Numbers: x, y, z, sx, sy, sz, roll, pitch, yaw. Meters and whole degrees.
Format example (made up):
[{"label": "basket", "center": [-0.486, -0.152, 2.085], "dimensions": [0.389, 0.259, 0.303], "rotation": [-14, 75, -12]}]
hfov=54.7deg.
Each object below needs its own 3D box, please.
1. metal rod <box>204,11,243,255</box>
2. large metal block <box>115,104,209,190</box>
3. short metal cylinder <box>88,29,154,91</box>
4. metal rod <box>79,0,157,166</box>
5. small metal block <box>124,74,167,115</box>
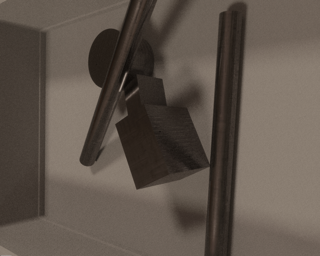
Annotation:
[{"label": "metal rod", "center": [0.070, 0.024, 0.347], "dimensions": [0.025, 0.025, 0.298], "rotation": [5, 93, 39]}, {"label": "large metal block", "center": [0.004, 0.021, 0.366], "dimensions": [0.050, 0.081, 0.080], "rotation": [-32, 71, 35]}, {"label": "short metal cylinder", "center": [-0.055, -0.093, 0.434], "dimensions": [0.080, 0.050, 0.079], "rotation": [0, 90, 39]}, {"label": "metal rod", "center": [-0.065, -0.042, 0.401], "dimensions": [0.025, 0.025, 0.298], "rotation": [56, 139, 25]}, {"label": "small metal block", "center": [-0.018, -0.039, 0.404], "dimensions": [0.025, 0.050, 0.050], "rotation": [-15, 80, 39]}]
